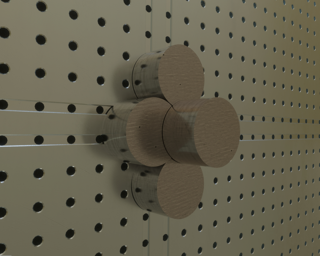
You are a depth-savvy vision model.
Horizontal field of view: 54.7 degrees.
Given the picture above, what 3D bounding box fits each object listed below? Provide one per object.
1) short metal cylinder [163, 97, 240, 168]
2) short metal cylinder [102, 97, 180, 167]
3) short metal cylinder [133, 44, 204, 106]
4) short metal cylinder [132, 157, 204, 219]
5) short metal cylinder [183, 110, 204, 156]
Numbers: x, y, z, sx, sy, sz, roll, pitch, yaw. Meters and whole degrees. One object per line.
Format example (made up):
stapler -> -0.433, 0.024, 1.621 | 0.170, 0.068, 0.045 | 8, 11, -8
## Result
short metal cylinder -> 0.050, 0.005, 0.368 | 0.081, 0.050, 0.079 | 0, 90, -40
short metal cylinder -> -0.021, 0.004, 0.374 | 0.081, 0.050, 0.079 | 0, 90, -40
short metal cylinder -> 0.012, -0.063, 0.402 | 0.081, 0.050, 0.079 | 0, 90, -41
short metal cylinder -> 0.011, 0.073, 0.401 | 0.081, 0.050, 0.080 | 2, 87, -40
short metal cylinder -> 0.045, 0.005, 0.429 | 0.081, 0.050, 0.079 | 0, 90, -40
